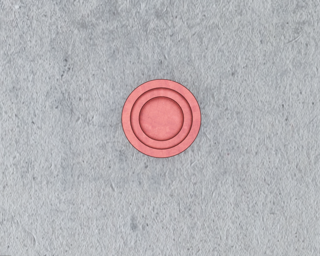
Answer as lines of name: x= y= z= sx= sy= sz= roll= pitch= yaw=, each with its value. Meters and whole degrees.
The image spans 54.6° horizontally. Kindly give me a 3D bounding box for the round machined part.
round machined part: x=0.002 y=-0.012 z=0.401 sx=0.099 sy=0.042 sz=0.097 roll=0 pitch=90 yaw=0
